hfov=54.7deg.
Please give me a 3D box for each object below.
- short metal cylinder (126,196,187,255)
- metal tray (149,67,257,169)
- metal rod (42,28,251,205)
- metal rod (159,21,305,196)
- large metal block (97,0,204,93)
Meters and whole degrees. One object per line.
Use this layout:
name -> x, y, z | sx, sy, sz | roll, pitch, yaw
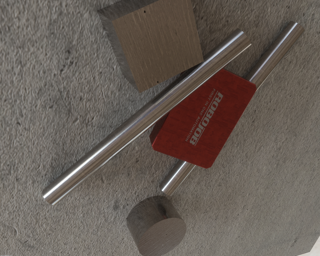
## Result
short metal cylinder -> -0.006, 0.154, 0.485 | 0.081, 0.050, 0.079 | -14, 125, -21
metal tray -> 0.054, -0.018, 0.406 | 0.091, 0.030, 0.129 | 21, 108, -17
metal rod -> -0.022, -0.008, 0.366 | 0.300, 0.025, 0.025 | -39, 130, 8
metal rod -> 0.099, -0.022, 0.449 | 0.025, 0.025, 0.299 | 31, 101, -38
large metal block -> -0.008, -0.096, 0.328 | 0.080, 0.050, 0.080 | -28, 128, -11
